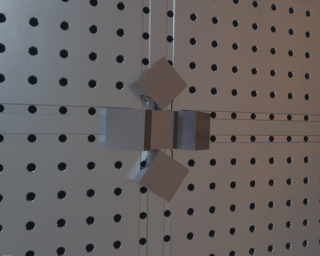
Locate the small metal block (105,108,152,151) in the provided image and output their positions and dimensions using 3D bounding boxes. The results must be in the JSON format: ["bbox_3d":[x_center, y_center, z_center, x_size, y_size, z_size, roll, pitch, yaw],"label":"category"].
[{"bbox_3d":[-0.039,0.002,0.385,0.050,0.025,0.050,2,90,16],"label":"small metal block"}]

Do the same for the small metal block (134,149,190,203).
[{"bbox_3d":[0.002,0.062,0.413,0.050,0.025,0.050,36,79,-15],"label":"small metal block"}]

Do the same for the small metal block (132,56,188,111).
[{"bbox_3d":[0.000,-0.057,0.412,0.050,0.025,0.050,-46,104,-15],"label":"small metal block"}]

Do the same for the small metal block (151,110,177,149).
[{"bbox_3d":[0.001,0.002,0.412,0.050,0.025,0.050,1,89,-20],"label":"small metal block"}]

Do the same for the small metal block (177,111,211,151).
[{"bbox_3d":[0.046,0.004,0.415,0.050,0.025,0.050,4,88,-60],"label":"small metal block"}]
